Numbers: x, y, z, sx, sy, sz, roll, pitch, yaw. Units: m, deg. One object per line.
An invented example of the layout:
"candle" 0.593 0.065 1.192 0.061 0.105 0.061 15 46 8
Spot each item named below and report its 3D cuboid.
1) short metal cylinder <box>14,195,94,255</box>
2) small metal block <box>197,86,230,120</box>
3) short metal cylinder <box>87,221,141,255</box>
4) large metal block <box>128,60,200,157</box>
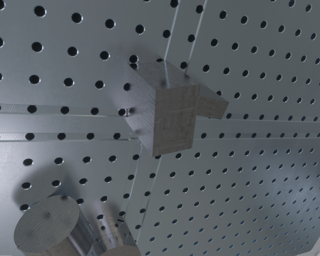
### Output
"short metal cylinder" -0.130 0.131 0.386 0.080 0.080 0.050 -25 128 -13
"small metal block" 0.052 -0.036 0.401 0.050 0.050 0.025 8 114 -32
"short metal cylinder" -0.076 0.189 0.471 0.081 0.050 0.079 -14 124 -21
"large metal block" 0.000 -0.026 0.360 0.050 0.080 0.079 -11 123 -23
